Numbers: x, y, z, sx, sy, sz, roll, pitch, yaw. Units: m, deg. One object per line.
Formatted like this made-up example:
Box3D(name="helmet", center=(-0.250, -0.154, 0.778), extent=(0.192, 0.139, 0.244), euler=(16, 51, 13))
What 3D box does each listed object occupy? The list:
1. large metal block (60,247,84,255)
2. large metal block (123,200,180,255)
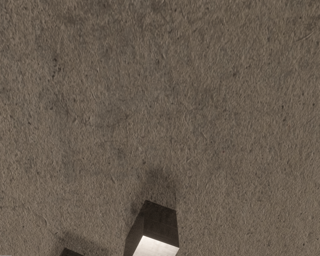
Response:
Box3D(name="large metal block", center=(-0.137, 0.249, 0.486), extent=(0.080, 0.050, 0.080), euler=(29, 107, -11))
Box3D(name="large metal block", center=(-0.014, 0.164, 0.441), extent=(0.050, 0.080, 0.079), euler=(22, 108, -8))
